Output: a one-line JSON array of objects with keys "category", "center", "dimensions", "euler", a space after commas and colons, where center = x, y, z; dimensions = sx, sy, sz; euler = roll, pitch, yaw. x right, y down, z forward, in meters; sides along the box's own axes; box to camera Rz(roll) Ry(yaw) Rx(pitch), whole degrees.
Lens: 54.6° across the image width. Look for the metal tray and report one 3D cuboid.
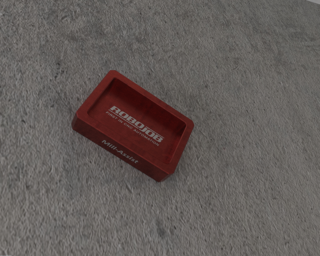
[{"category": "metal tray", "center": [-0.029, -0.004, 0.386], "dimensions": [0.130, 0.030, 0.090], "euler": [33, 51, -7]}]
